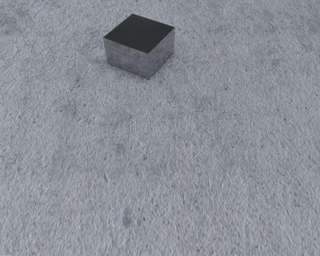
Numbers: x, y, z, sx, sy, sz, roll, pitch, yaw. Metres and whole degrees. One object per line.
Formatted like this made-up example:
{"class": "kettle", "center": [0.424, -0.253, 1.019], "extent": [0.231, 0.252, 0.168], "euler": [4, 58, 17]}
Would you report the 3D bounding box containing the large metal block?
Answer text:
{"class": "large metal block", "center": [-0.031, -0.132, 0.498], "extent": [0.080, 0.050, 0.080], "euler": [24, 54, 19]}
